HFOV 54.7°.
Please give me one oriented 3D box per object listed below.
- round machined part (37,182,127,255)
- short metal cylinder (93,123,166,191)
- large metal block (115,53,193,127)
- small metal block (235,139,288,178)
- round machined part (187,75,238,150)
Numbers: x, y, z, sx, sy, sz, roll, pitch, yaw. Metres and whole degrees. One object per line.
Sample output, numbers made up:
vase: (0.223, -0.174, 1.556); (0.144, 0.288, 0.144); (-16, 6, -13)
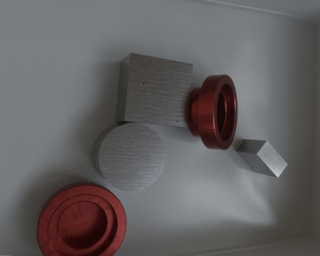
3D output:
round machined part: (-0.093, 0.112, 0.368); (0.099, 0.042, 0.097); (0, 90, -21)
short metal cylinder: (-0.040, 0.034, 0.383); (0.081, 0.050, 0.079); (0, 90, -21)
large metal block: (-0.009, -0.044, 0.395); (0.081, 0.050, 0.080); (6, 88, -20)
small metal block: (0.148, 0.043, 0.454); (0.050, 0.050, 0.025); (45, 76, -15)
round machined part: (0.068, -0.021, 0.411); (0.099, 0.042, 0.097); (-6, 97, -60)
